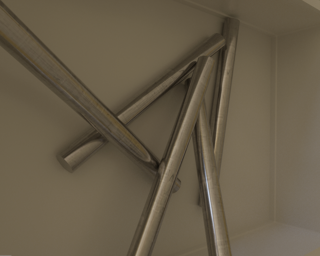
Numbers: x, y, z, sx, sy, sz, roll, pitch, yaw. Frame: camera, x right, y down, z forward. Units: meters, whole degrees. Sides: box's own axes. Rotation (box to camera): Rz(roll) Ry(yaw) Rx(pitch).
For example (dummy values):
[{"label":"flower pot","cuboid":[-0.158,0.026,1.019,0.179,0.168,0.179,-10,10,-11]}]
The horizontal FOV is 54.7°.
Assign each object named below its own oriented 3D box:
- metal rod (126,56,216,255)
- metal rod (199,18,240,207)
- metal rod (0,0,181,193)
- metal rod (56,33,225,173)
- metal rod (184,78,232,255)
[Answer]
[{"label":"metal rod","cuboid":[0.015,0.039,0.372,0.025,0.025,0.300,36,64,-34]},{"label":"metal rod","cuboid":[0.094,-0.027,0.484,0.025,0.025,0.299,15,81,-39]},{"label":"metal rod","cuboid":[-0.055,-0.005,0.320,0.300,0.025,0.025,49,61,-43]},{"label":"metal rod","cuboid":[-0.005,-0.049,0.402,0.302,0.025,0.025,-42,116,-32]},{"label":"metal rod","cuboid":[0.059,0.063,0.375,0.025,0.025,0.299,22,51,-38]}]
